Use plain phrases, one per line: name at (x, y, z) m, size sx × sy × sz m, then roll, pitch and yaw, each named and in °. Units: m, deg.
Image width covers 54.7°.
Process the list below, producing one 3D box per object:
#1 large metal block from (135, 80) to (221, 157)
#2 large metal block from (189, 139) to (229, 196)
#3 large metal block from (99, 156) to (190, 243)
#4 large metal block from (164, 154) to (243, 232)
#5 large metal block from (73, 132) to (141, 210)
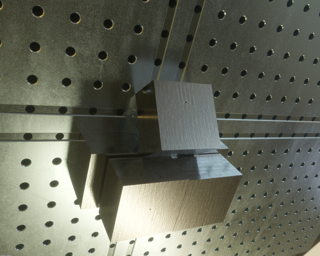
large metal block at (0.021, -0.009, 0.376) m, size 0.081 × 0.050 × 0.080 m, roll 0°, pitch 76°, yaw -29°
large metal block at (0.043, 0.053, 0.452) m, size 0.081 × 0.050 × 0.079 m, roll -1°, pitch 119°, yaw -28°
large metal block at (-0.021, 0.081, 0.367) m, size 0.081 × 0.050 × 0.079 m, roll 0°, pitch 119°, yaw -29°
large metal block at (0.050, 0.083, 0.408) m, size 0.081 × 0.050 × 0.079 m, roll 0°, pitch 119°, yaw -29°
large metal block at (-0.061, 0.052, 0.396) m, size 0.081 × 0.050 × 0.079 m, roll 1°, pitch 118°, yaw -30°
